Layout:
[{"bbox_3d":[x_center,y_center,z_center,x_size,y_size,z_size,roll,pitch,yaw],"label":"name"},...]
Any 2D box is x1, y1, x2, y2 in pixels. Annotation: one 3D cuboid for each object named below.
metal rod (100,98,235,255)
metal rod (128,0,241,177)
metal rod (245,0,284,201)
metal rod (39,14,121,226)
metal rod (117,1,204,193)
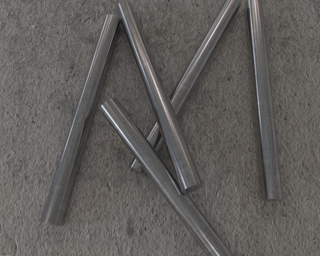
[{"bbox_3d":[0.026,0.088,0.357,0.025,0.025,0.299,-36,81,-12],"label":"metal rod"},{"bbox_3d":[0.042,-0.069,0.433,0.025,0.025,0.300,27,72,9],"label":"metal rod"},{"bbox_3d":[0.141,-0.053,0.428,0.025,0.025,0.299,1,70,0],"label":"metal rod"},{"bbox_3d":[-0.100,-0.025,0.416,0.025,0.025,0.299,11,70,4],"label":"metal rod"},{"bbox_3d":[-0.009,-0.059,0.408,0.025,0.025,0.299,-17,63,-6],"label":"metal rod"}]
